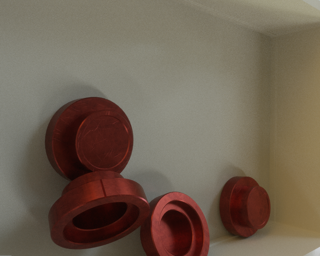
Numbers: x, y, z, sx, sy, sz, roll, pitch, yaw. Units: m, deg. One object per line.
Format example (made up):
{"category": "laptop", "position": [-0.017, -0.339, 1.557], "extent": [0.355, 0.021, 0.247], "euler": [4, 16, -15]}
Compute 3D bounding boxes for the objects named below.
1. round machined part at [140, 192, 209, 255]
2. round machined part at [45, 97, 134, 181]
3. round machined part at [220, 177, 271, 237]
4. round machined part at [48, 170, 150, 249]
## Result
{"category": "round machined part", "position": [0.014, 0.134, 0.393], "extent": [0.099, 0.042, 0.098], "euler": [23, 52, -33]}
{"category": "round machined part", "position": [-0.069, 0.015, 0.338], "extent": [0.099, 0.042, 0.097], "euler": [0, 90, -40]}
{"category": "round machined part", "position": [0.146, 0.130, 0.512], "extent": [0.099, 0.042, 0.097], "euler": [6, 80, -40]}
{"category": "round machined part", "position": [-0.064, 0.081, 0.320], "extent": [0.099, 0.042, 0.097], "euler": [-15, 140, -13]}
